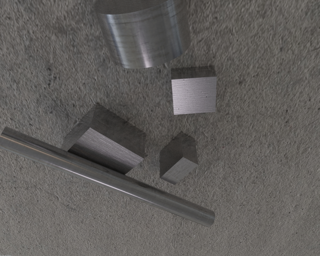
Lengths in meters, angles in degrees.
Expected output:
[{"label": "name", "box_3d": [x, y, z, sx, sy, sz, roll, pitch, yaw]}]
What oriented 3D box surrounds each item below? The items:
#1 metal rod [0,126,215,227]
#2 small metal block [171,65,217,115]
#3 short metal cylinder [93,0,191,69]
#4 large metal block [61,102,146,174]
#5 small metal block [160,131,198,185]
[{"label": "metal rod", "box_3d": [-0.053, 0.071, 0.401, 0.301, 0.025, 0.025, 26, 125, -21]}, {"label": "small metal block", "box_3d": [0.040, -0.045, 0.370, 0.050, 0.025, 0.050, -4, 130, 3]}, {"label": "short metal cylinder", "box_3d": [-0.014, -0.098, 0.288, 0.080, 0.080, 0.050, -9, 130, 7]}, {"label": "large metal block", "box_3d": [-0.077, 0.026, 0.412, 0.080, 0.050, 0.080, 33, 122, -25]}, {"label": "small metal block", "box_3d": [0.025, 0.041, 0.426, 0.025, 0.050, 0.050, 29, 124, -22]}]
